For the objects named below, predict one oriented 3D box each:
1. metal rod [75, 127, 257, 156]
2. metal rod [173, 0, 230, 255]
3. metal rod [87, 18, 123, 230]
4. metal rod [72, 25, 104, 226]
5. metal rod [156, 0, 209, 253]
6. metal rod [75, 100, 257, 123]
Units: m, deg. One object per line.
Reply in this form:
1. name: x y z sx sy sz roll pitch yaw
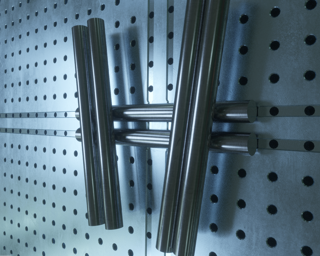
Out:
1. metal rod: -0.017 0.014 0.425 0.300 0.025 0.025 1 91 40
2. metal rod: 0.045 -0.004 0.341 0.025 0.025 0.298 12 98 39
3. metal rod: -0.079 -0.009 0.444 0.025 0.025 0.299 -10 84 39
4. metal rod: -0.108 -0.007 0.468 0.025 0.025 0.299 -10 83 39
5. metal rod: 0.025 -0.003 0.358 0.025 0.025 0.298 12 98 39
6. metal rod: -0.017 -0.021 0.425 0.300 0.025 0.025 1 91 40
